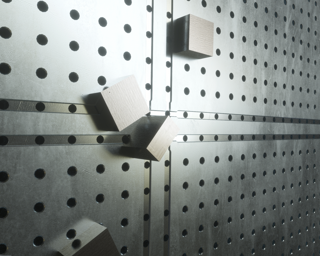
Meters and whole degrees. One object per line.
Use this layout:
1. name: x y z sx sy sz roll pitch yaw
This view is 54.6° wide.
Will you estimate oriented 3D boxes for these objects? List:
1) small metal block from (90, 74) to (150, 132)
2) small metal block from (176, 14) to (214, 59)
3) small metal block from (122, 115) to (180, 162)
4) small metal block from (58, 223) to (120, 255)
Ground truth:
1. small metal block: -0.047 -0.030 0.369 0.050 0.025 0.050 -36 112 -34
2. small metal block: 0.052 -0.131 0.451 0.050 0.025 0.050 3 89 -40
3. small metal block: -0.011 0.012 0.382 0.025 0.050 0.050 49 61 -29
4. small metal block: -0.076 0.144 0.345 0.050 0.025 0.050 -33 110 -35
